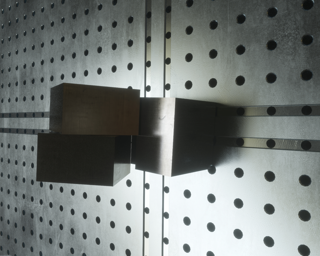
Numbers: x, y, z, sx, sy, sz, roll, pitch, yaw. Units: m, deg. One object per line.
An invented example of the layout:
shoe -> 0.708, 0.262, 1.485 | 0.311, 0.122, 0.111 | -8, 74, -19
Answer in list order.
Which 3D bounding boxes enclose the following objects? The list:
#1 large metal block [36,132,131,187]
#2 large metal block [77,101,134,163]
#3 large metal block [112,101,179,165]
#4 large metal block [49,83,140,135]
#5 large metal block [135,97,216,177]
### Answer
large metal block -> -0.081, 0.030, 0.351 | 0.080, 0.080, 0.050 | 3, 92, 6
large metal block -> -0.082, 0.004, 0.439 | 0.050, 0.081, 0.079 | 3, 92, 40
large metal block -> -0.022, 0.004, 0.406 | 0.080, 0.050, 0.079 | 4, 92, 39
large metal block -> -0.077, -0.020, 0.351 | 0.080, 0.081, 0.050 | 6, 93, 62
large metal block -> 0.020, 0.008, 0.355 | 0.050, 0.081, 0.079 | 5, 93, 39
